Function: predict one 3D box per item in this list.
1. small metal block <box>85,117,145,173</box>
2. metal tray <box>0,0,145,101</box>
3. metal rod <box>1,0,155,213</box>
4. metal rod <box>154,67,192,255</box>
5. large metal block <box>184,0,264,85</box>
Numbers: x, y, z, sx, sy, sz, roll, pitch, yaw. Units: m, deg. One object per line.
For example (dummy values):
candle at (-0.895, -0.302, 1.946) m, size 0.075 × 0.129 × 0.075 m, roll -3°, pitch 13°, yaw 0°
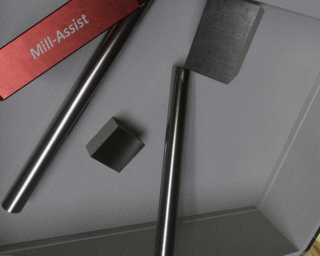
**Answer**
small metal block at (-0.056, 0.022, 0.393) m, size 0.050 × 0.025 × 0.050 m, roll -47°, pitch 130°, yaw 5°
metal tray at (-0.080, -0.081, 0.261) m, size 0.130 × 0.090 × 0.030 m, roll -34°, pitch 113°, yaw 2°
metal rod at (-0.093, -0.027, 0.342) m, size 0.025 × 0.025 × 0.299 m, roll 27°, pitch 104°, yaw -38°
metal rod at (0.013, 0.075, 0.387) m, size 0.025 × 0.025 × 0.298 m, roll 5°, pitch 92°, yaw -31°
large metal block at (0.074, -0.101, 0.345) m, size 0.080 × 0.050 × 0.079 m, roll -39°, pitch 151°, yaw -63°
